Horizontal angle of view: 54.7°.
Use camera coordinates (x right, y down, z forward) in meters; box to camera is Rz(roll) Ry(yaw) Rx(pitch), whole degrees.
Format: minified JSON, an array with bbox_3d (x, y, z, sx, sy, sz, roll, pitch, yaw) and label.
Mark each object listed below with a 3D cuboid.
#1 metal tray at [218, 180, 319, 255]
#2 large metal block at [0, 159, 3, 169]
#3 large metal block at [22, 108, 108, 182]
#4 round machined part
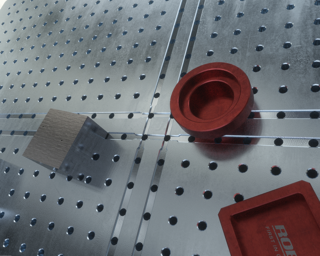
[{"bbox_3d":[0.114,0.121,0.270,0.090,0.030,0.130,-24,53,13],"label":"metal tray"},{"bbox_3d":[-0.318,0.086,0.507,0.080,0.050,0.080,-14,56,20],"label":"large metal block"},{"bbox_3d":[-0.137,0.023,0.450,0.080,0.050,0.080,12,68,33],"label":"large metal block"},{"bbox_3d":[0.065,-0.030,0.381,0.098,0.042,0.098,-13,56,21],"label":"round machined part"}]
